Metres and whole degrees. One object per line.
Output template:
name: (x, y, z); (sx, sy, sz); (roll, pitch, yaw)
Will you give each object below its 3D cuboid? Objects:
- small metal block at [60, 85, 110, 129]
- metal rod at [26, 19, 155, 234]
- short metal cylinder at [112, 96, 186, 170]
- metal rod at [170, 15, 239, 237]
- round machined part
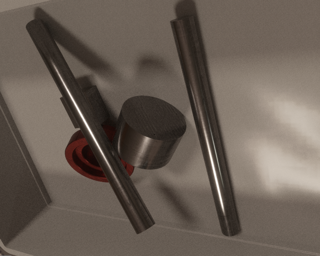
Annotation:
small metal block: (-0.107, -0.030, 0.445); (0.050, 0.025, 0.050); (-8, 114, 31)
metal rod: (-0.091, -0.009, 0.388); (0.025, 0.025, 0.299); (-37, 79, 38)
short metal cylinder: (-0.014, 0.004, 0.382); (0.080, 0.080, 0.050); (30, 128, 8)
metal rod: (0.062, 0.016, 0.384); (0.025, 0.025, 0.298); (-3, 117, 29)
round machined part: (-0.081, 0.033, 0.446); (0.099, 0.042, 0.097); (6, 135, 6)
